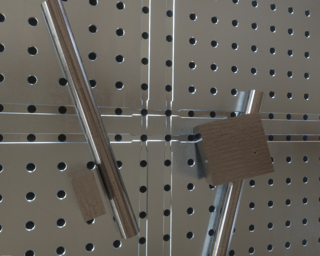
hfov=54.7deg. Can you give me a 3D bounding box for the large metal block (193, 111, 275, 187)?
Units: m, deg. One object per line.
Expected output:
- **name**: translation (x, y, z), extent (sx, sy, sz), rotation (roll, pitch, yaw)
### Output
- **large metal block**: translation (0.096, 0.028, 0.418), extent (0.081, 0.050, 0.080), rotation (-13, 86, -4)

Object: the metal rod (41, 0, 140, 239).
- **metal rod**: translation (-0.083, -0.006, 0.381), extent (0.025, 0.025, 0.298), rotation (-20, 97, -19)

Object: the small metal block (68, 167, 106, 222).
- **small metal block**: translation (-0.087, 0.077, 0.367), extent (0.025, 0.050, 0.050), rotation (-18, 97, -19)

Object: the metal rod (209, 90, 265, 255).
- **metal rod**: translation (0.108, 0.091, 0.452), extent (0.025, 0.025, 0.299), rotation (16, 84, -19)
